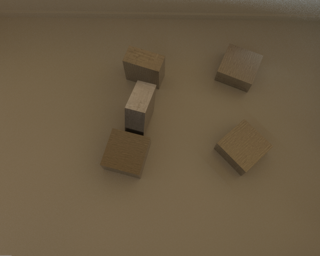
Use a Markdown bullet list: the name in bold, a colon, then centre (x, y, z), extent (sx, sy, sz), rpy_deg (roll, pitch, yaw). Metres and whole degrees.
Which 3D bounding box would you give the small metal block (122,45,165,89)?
- **small metal block**: centre (-0.021, -0.082, 0.426), extent (0.050, 0.050, 0.025), rpy_deg (18, 71, 6)

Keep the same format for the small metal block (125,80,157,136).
- **small metal block**: centre (-0.025, -0.024, 0.398), extent (0.025, 0.050, 0.050), rpy_deg (15, 52, 5)

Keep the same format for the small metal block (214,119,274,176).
- **small metal block**: centre (0.107, 0.025, 0.401), extent (0.050, 0.025, 0.050), rpy_deg (-40, 75, -13)

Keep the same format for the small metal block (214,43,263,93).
- **small metal block**: centre (0.112, -0.086, 0.441), extent (0.050, 0.025, 0.050), rpy_deg (23, 72, 8)

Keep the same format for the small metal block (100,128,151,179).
- **small metal block**: centre (-0.043, 0.033, 0.397), extent (0.050, 0.025, 0.050), rpy_deg (14, 71, 5)
